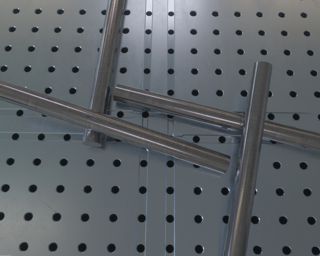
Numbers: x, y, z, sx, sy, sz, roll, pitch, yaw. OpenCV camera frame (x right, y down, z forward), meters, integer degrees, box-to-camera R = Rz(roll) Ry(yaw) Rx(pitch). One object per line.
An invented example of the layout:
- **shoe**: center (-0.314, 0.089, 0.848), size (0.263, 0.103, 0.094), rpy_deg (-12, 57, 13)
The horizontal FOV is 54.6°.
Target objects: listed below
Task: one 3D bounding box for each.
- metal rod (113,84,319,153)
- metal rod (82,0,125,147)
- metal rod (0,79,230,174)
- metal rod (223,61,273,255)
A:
- **metal rod**: center (0.085, -0.012, 0.416), size (0.301, 0.025, 0.025), rpy_deg (14, 71, 5)
- **metal rod**: center (-0.075, -0.119, 0.454), size (0.025, 0.025, 0.299), rpy_deg (5, 70, 2)
- **metal rod**: center (-0.058, -0.001, 0.388), size (0.301, 0.025, 0.025), rpy_deg (19, 71, -3)
- **metal rod**: center (0.103, 0.061, 0.371), size (0.025, 0.025, 0.299), rpy_deg (11, 77, 4)
